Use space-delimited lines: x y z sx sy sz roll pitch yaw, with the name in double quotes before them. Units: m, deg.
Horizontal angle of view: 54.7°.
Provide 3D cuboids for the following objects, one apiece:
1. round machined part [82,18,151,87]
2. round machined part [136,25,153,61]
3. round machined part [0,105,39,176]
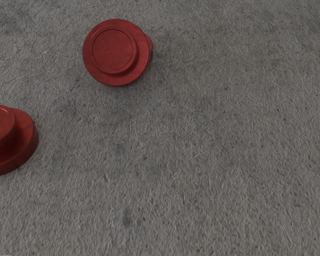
"round machined part" -0.064 -0.110 0.448 0.099 0.042 0.097 0 93 3
"round machined part" -0.061 -0.136 0.506 0.099 0.042 0.098 0 50 0
"round machined part" -0.207 0.009 0.383 0.099 0.042 0.098 0 50 0
